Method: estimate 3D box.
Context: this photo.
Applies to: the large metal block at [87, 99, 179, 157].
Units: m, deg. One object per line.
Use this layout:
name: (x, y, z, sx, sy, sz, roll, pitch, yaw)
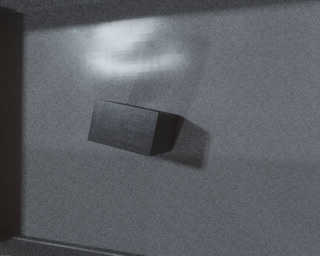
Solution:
large metal block: (-0.030, -0.001, 0.388, 0.080, 0.080, 0.050, 13, 95, 19)
